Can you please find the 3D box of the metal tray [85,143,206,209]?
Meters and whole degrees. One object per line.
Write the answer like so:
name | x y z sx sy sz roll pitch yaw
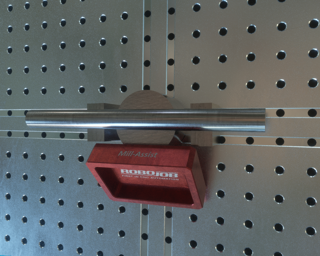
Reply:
metal tray | -0.015 0.060 0.385 0.130 0.090 0.030 1 47 20

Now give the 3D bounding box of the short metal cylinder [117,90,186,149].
short metal cylinder | -0.010 -0.007 0.402 0.080 0.050 0.080 0 90 20

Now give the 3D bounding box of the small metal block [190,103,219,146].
small metal block | 0.056 -0.004 0.380 0.025 0.050 0.050 -1 90 20

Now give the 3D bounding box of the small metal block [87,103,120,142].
small metal block | -0.075 -0.007 0.426 0.025 0.050 0.050 -1 90 20

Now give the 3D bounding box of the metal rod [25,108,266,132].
metal rod | -0.033 -0.010 0.371 0.301 0.025 0.025 1 90 20
